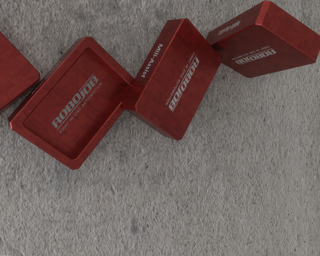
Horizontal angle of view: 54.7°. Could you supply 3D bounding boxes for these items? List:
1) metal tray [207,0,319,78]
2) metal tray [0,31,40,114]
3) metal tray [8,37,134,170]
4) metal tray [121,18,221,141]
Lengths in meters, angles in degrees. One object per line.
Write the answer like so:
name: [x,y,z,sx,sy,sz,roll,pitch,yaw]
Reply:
metal tray: [0.124,-0.106,0.399,0.090,0.130,0.030,25,82,-19]
metal tray: [-0.207,-0.074,0.330,0.090,0.030,0.130,-45,104,-15]
metal tray: [-0.095,-0.029,0.360,0.090,0.030,0.130,43,76,-29]
metal tray: [0.019,-0.060,0.396,0.090,0.030,0.130,36,78,-40]
